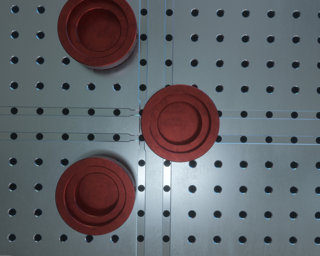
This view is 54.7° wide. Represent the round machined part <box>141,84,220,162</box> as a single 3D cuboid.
[{"bbox_3d":[0.025,-0.006,0.405,0.099,0.042,0.097,0,90,-1],"label":"round machined part"}]

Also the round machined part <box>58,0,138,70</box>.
[{"bbox_3d":[-0.078,-0.125,0.404,0.099,0.042,0.097,0,90,-1],"label":"round machined part"}]

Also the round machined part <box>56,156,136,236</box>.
[{"bbox_3d":[-0.080,0.085,0.404,0.099,0.042,0.097,0,90,-1],"label":"round machined part"}]
